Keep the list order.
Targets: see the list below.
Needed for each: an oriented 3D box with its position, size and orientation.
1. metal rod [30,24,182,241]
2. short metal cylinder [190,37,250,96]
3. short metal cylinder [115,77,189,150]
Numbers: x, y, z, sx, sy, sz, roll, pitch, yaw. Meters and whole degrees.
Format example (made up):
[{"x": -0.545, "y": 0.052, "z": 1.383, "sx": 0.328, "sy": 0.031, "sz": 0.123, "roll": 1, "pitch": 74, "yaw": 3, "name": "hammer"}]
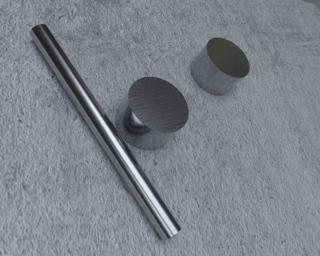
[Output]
[{"x": -0.070, "y": -0.003, "z": 0.368, "sx": 0.025, "sy": 0.025, "sz": 0.299, "roll": -27, "pitch": 77, "yaw": -37, "name": "metal rod"}, {"x": 0.097, "y": -0.099, "z": 0.503, "sx": 0.081, "sy": 0.050, "sz": 0.080, "roll": 14, "pitch": 56, "yaw": -21, "name": "short metal cylinder"}, {"x": -0.011, "y": -0.018, "z": 0.394, "sx": 0.081, "sy": 0.050, "sz": 0.080, "roll": 14, "pitch": 56, "yaw": -21, "name": "short metal cylinder"}]
